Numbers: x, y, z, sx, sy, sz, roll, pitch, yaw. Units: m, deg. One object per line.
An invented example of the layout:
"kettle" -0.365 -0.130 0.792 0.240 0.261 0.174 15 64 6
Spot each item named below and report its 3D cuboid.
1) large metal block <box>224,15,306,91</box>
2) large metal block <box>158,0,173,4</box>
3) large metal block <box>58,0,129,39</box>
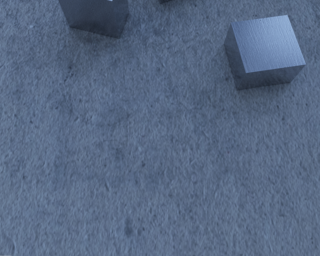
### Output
"large metal block" 0.143 -0.105 0.435 0.081 0.050 0.080 -9 70 -4
"large metal block" 0.023 -0.254 0.488 0.080 0.050 0.080 -20 71 -8
"large metal block" -0.093 -0.181 0.444 0.080 0.080 0.050 14 71 5
